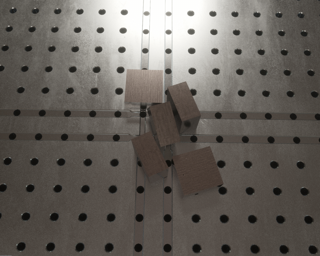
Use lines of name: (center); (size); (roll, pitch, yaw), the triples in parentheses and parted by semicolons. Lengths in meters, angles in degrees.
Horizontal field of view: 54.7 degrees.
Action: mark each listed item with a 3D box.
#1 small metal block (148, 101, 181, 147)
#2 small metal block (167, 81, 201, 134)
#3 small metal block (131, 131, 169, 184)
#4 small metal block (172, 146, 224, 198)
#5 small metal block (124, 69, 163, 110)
small metal block: (0.004, -0.005, 0.393); (0.025, 0.050, 0.050); (-16, 91, -6)
small metal block: (0.030, -0.025, 0.408); (0.025, 0.050, 0.050); (-19, 71, -7)
small metal block: (-0.012, 0.038, 0.384); (0.025, 0.050, 0.050); (-24, 72, -9)
small metal block: (0.046, 0.056, 0.392); (0.050, 0.025, 0.050); (-15, 71, -6)
small metal block: (-0.021, -0.053, 0.431); (0.050, 0.025, 0.050); (2, 70, 0)
